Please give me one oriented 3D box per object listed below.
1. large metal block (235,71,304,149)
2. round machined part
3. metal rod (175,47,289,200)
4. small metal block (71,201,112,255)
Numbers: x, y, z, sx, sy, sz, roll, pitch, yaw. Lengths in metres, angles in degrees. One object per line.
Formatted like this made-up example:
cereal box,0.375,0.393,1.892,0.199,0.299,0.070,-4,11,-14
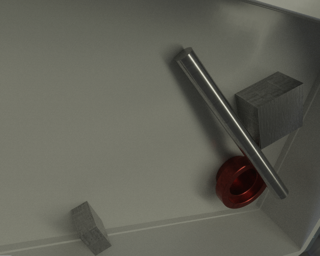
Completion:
large metal block,0.167,-0.027,0.470,0.080,0.050,0.080,-28,128,-11
round machined part,0.136,0.086,0.528,0.099,0.042,0.097,-14,125,-21
metal rod,0.115,0.010,0.443,0.025,0.025,0.300,-42,119,0
small metal block,-0.095,0.138,0.427,0.025,0.050,0.050,-30,129,-10
